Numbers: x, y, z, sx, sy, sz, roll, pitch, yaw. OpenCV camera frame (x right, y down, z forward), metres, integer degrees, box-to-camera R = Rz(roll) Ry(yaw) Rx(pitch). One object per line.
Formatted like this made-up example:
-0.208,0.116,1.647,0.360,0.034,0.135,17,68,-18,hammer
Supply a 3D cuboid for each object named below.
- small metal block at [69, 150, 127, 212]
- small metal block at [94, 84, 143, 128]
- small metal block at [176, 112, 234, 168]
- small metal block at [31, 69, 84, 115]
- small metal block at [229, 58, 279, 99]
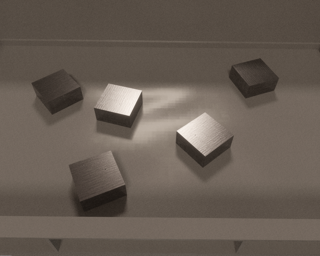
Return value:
-0.071,0.060,0.354,0.050,0.025,0.050,-19,53,-16,small metal block
-0.056,-0.032,0.431,0.050,0.025,0.050,13,51,10,small metal block
0.056,0.014,0.394,0.050,0.025,0.050,-32,57,-25,small metal block
-0.148,-0.053,0.448,0.050,0.025,0.050,-32,57,-24,small metal block
0.142,-0.076,0.471,0.050,0.025,0.050,-16,52,-14,small metal block
